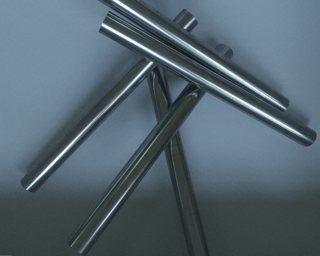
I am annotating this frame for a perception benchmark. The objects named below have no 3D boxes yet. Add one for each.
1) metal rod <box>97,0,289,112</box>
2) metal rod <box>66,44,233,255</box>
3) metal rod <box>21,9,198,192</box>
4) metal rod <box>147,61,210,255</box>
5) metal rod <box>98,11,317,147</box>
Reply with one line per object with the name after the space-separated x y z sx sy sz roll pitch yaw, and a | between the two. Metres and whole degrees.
0.038 -0.094 0.361 0.301 0.025 0.025 27 90 -21 | metal rod
0.001 0.010 0.363 0.025 0.025 0.301 38 70 0 | metal rod
-0.068 -0.029 0.391 0.025 0.025 0.300 45 97 -1 | metal rod
0.018 0.028 0.392 0.025 0.025 0.298 -13 82 0 | metal rod
0.070 -0.049 0.371 0.301 0.025 0.025 26 90 -17 | metal rod
